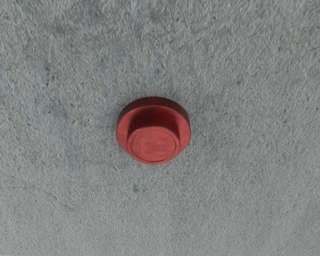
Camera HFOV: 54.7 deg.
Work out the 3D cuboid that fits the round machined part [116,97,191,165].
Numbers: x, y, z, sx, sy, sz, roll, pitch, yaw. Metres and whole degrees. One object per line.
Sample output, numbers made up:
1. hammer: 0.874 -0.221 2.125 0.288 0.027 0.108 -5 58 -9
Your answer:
1. round machined part: -0.008 0.010 0.406 0.099 0.042 0.097 -1 130 0
